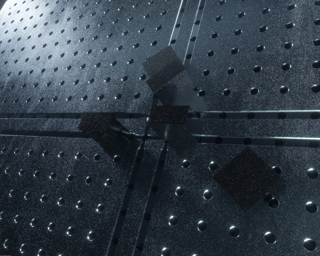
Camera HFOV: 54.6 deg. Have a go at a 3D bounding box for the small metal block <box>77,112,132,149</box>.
[{"bbox_3d":[-0.076,0.004,0.431,0.050,0.050,0.025,9,66,32],"label":"small metal block"}]

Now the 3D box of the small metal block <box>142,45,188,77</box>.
[{"bbox_3d":[0.008,-0.087,0.459,0.050,0.025,0.050,-32,52,7],"label":"small metal block"}]

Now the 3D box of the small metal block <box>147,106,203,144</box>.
[{"bbox_3d":[0.020,-0.004,0.385,0.050,0.050,0.025,2,63,29],"label":"small metal block"}]

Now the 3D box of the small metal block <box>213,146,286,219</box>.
[{"bbox_3d":[0.093,0.057,0.325,0.050,0.025,0.050,-41,51,0],"label":"small metal block"}]

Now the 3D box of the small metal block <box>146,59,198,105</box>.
[{"bbox_3d":[0.017,-0.056,0.419,0.050,0.050,0.025,-36,51,4],"label":"small metal block"}]
